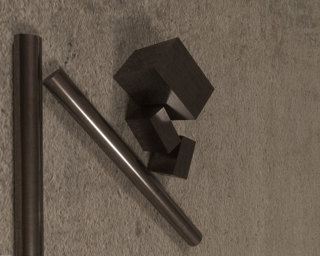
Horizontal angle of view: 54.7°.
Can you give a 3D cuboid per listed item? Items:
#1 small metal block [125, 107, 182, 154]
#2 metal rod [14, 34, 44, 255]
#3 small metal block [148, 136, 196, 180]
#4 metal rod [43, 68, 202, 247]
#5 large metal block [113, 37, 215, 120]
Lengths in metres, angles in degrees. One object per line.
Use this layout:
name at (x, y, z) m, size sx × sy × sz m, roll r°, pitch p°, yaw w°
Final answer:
small metal block at (-0.009, 0.003, 0.383) m, size 0.025 × 0.050 × 0.050 m, roll -43°, pitch 116°, yaw -32°
metal rod at (-0.126, 0.062, 0.299) m, size 0.025 × 0.025 × 0.298 m, roll -1°, pitch 91°, yaw -40°
small metal block at (0.015, 0.037, 0.403) m, size 0.025 × 0.050 × 0.050 m, roll 25°, pitch 74°, yaw -38°
metal rod at (-0.030, 0.054, 0.381) m, size 0.025 × 0.025 × 0.300 m, roll -52°, pitch 121°, yaw -27°
large metal block at (0.004, -0.054, 0.374) m, size 0.080 × 0.080 × 0.050 m, roll 48°, pitch 61°, yaw -30°
